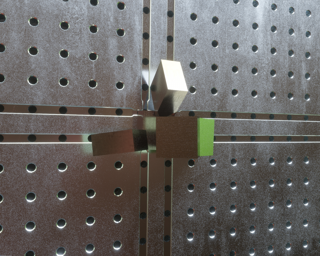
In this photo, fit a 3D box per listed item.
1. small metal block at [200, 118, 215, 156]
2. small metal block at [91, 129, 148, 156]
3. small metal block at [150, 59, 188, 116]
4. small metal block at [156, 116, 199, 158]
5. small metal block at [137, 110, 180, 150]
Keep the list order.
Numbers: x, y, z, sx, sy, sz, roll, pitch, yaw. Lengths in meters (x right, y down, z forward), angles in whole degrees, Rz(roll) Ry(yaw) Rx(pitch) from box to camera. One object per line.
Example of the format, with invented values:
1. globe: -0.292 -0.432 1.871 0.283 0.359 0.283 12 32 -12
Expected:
1. small metal block: 0.049 0.012 0.419 0.050 0.025 0.050 4 88 -51
2. small metal block: -0.047 0.017 0.371 0.050 0.050 0.025 -7 87 15
3. small metal block: 0.010 -0.049 0.392 0.025 0.050 0.050 3 53 -19
4. small metal block: 0.023 0.011 0.382 0.050 0.025 0.050 0 90 13
5. small metal block: -0.003 0.003 0.412 0.050 0.025 0.050 3 89 -20
